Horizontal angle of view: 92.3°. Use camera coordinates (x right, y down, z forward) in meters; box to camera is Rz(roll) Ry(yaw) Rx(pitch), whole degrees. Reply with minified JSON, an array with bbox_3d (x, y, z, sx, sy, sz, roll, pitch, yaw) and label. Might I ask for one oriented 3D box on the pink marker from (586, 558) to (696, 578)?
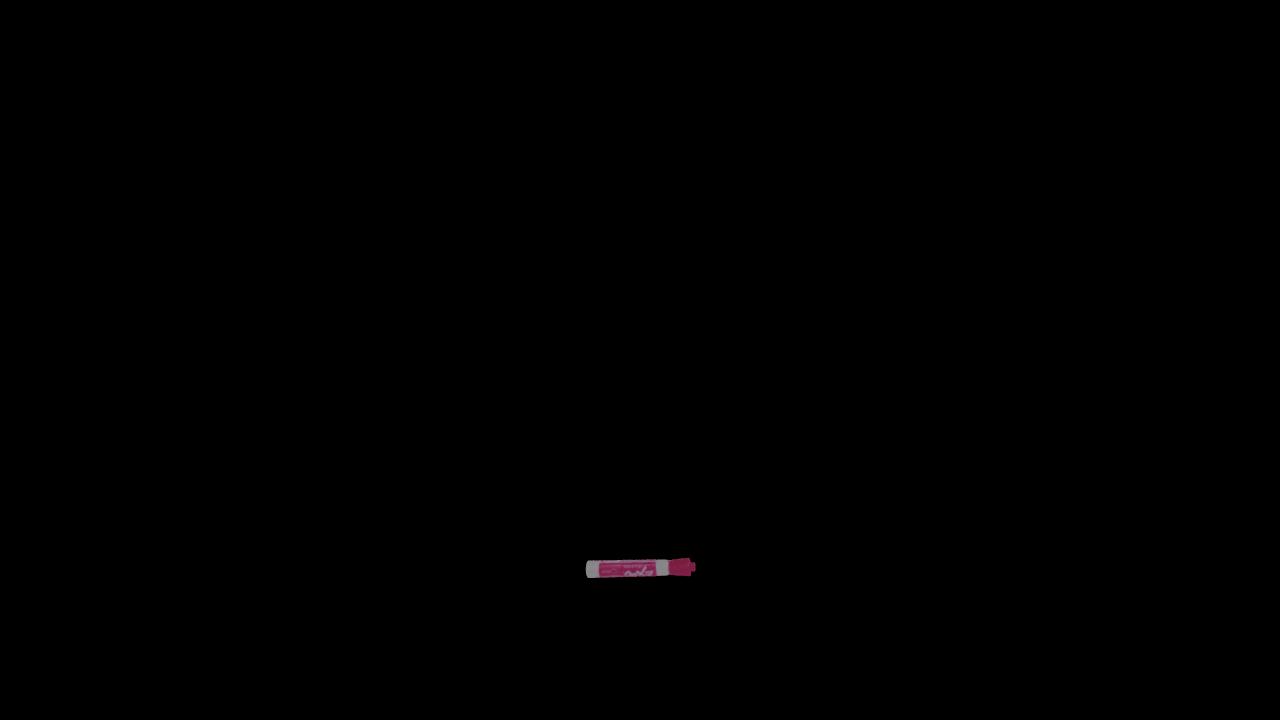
[{"bbox_3d":[0.001,0.229,0.677,0.121,0.020,0.020,-5,-1,10],"label":"pink marker"}]
